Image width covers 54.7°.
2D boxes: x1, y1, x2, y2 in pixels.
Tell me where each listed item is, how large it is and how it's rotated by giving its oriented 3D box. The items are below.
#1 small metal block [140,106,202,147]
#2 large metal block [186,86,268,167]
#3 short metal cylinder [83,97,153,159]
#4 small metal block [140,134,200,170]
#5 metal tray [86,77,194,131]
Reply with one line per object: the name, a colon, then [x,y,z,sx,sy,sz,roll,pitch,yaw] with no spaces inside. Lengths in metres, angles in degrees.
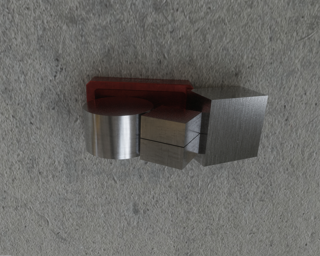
small metal block: [0.013,-0.004,0.341,0.050,0.050,0.025,11,111,23]
large metal block: [0.078,-0.005,0.381,0.081,0.050,0.079,-7,113,-26]
short metal cylinder: [-0.048,-0.003,0.366,0.081,0.080,0.050,1,110,-1]
small metal block: [0.012,0.021,0.349,0.050,0.050,0.025,11,111,23]
metal tray: [-0.025,-0.017,0.401,0.131,0.030,0.089,2,110,-1]
